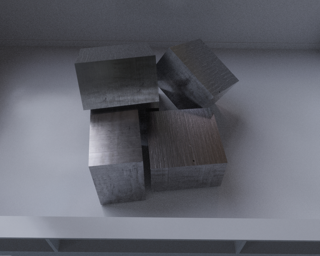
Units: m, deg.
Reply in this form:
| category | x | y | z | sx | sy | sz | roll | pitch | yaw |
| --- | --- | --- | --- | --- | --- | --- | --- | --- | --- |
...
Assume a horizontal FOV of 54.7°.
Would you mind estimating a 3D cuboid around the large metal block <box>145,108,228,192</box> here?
| category | x | y | z | sx | sy | sz | roll | pitch | yaw |
| --- | --- | --- | --- | --- | --- | --- | --- | --- | --- |
| large metal block | 0.026 | 0.024 | 0.364 | 0.081 | 0.050 | 0.080 | -4 | 50 | -4 |

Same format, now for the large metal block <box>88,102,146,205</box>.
| category | x | y | z | sx | sy | sz | roll | pitch | yaw |
| --- | --- | --- | --- | --- | --- | --- | --- | --- | --- |
| large metal block | -0.046 | 0.028 | 0.343 | 0.050 | 0.080 | 0.080 | -5 | 50 | -5 |

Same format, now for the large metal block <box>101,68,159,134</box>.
| category | x | y | z | sx | sy | sz | roll | pitch | yaw |
| --- | --- | --- | --- | --- | --- | --- | --- | --- | --- |
| large metal block | -0.042 | -0.038 | 0.419 | 0.081 | 0.050 | 0.080 | -1 | 50 | -1 |

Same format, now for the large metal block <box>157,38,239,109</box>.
| category | x | y | z | sx | sy | sz | roll | pitch | yaw |
| --- | --- | --- | --- | --- | --- | --- | --- | --- | --- |
| large metal block | 0.046 | -0.067 | 0.410 | 0.080 | 0.050 | 0.081 | 50 | 41 | 7 |

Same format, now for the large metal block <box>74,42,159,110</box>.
| category | x | y | z | sx | sy | sz | roll | pitch | yaw |
| --- | --- | --- | --- | --- | --- | --- | --- | --- | --- |
| large metal block | -0.048 | -0.062 | 0.354 | 0.081 | 0.050 | 0.080 | -7 | 25 | -6 |
